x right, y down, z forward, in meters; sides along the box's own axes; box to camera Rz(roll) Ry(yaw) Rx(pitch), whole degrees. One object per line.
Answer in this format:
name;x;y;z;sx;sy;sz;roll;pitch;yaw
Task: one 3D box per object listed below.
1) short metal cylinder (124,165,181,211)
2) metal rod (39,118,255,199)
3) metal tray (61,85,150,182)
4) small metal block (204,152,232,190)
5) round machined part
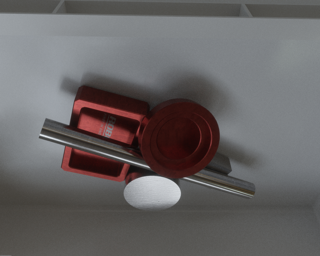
short metal cylinder;-0.011;0.078;0.456;0.081;0.050;0.079;0;130;0
metal rod;-0.002;0.046;0.409;0.302;0.025;0.025;19;128;-19
metal tray;-0.075;0.013;0.413;0.091;0.030;0.129;14;129;-13
small metal block;0.069;0.060;0.459;0.050;0.025;0.050;25;126;-20
round machined part;0.021;0.010;0.389;0.099;0.042;0.097;-4;109;-13
